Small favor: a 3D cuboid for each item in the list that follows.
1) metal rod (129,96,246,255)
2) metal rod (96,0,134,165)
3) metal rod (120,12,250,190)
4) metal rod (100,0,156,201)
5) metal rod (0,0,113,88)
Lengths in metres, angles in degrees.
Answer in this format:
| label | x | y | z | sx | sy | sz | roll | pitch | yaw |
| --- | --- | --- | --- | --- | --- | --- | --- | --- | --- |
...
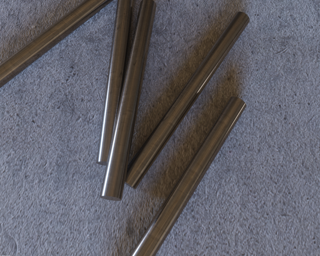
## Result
| label | x | y | z | sx | sy | sz | roll | pitch | yaw |
| --- | --- | --- | --- | --- | --- | --- | --- | --- | --- |
| metal rod | 0.024 | 0.083 | 0.377 | 0.025 | 0.025 | 0.300 | 32 | 73 | 11 |
| metal rod | -0.059 | -0.095 | 0.442 | 0.025 | 0.025 | 0.299 | 3 | 70 | 1 |
| metal rod | 0.042 | -0.049 | 0.425 | 0.025 | 0.025 | 0.300 | 32 | 73 | 11 |
| metal rod | -0.037 | -0.055 | 0.415 | 0.025 | 0.025 | 0.299 | 7 | 65 | 2 |
| metal rod | -0.185 | -0.109 | 0.446 | 0.025 | 0.025 | 0.301 | 42 | 75 | 14 |
